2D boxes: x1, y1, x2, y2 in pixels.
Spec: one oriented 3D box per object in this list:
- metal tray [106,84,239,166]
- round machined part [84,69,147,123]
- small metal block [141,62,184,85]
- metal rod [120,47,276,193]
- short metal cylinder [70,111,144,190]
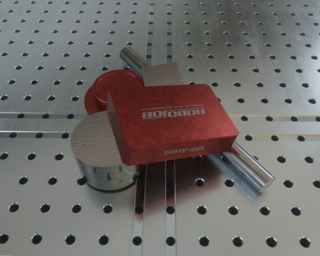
[{"bbox_3d":[0.013,-0.009,0.357,0.131,0.030,0.090,-6,49,-22],"label":"metal tray"},{"bbox_3d":[-0.055,-0.044,0.426,0.099,0.042,0.098,-1,50,1],"label":"round machined part"},{"bbox_3d":[0.004,-0.061,0.423,0.050,0.025,0.050,-11,53,-3],"label":"small metal block"},{"bbox_3d":[0.034,-0.029,0.427,0.025,0.025,0.300,-29,56,-22],"label":"metal rod"},{"bbox_3d":[-0.059,0.025,0.364,0.081,0.050,0.080,0,50,0],"label":"short metal cylinder"}]
